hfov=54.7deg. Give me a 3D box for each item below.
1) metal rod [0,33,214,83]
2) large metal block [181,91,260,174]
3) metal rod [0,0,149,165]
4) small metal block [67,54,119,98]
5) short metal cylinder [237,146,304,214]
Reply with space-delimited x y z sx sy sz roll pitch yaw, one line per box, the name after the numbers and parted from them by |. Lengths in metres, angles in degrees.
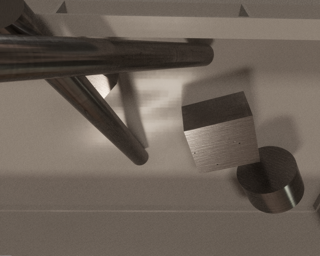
-0.037 -0.052 0.225 0.025 0.302 0.025 9 107 33 | metal rod
0.079 0.008 0.401 0.080 0.050 0.080 -14 129 11 | large metal block
-0.058 -0.012 0.311 0.025 0.025 0.300 -10 157 8 | metal rod
-0.084 -0.055 0.361 0.050 0.025 0.050 32 123 -25 | small metal block
0.156 0.072 0.437 0.080 0.080 0.050 -22 127 17 | short metal cylinder
